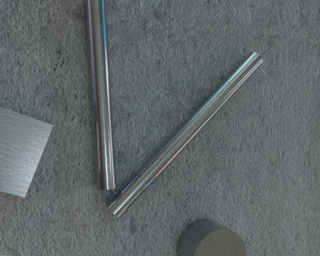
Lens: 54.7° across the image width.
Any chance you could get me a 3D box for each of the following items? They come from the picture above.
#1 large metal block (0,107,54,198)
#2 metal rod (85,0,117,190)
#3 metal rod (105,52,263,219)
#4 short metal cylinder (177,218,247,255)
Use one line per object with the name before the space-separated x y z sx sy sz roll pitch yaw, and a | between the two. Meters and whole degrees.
large metal block | -0.170 0.020 0.333 0.080 0.050 0.080 21 83 -19
metal rod | -0.075 -0.074 0.381 0.025 0.025 0.298 -4 91 -20
metal rod | 0.042 0.001 0.425 0.301 0.025 0.025 -46 105 -15
short metal cylinder | 0.070 0.170 0.423 0.081 0.050 0.079 0 90 -21
